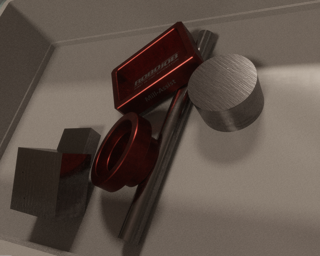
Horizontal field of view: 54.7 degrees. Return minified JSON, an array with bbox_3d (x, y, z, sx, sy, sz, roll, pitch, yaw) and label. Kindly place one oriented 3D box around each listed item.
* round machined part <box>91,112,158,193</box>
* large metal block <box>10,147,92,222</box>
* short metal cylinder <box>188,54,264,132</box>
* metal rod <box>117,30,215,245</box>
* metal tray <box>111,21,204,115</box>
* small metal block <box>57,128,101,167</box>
[{"bbox_3d":[-0.039,0.033,0.377,0.098,0.042,0.098,-42,29,31],"label":"round machined part"},{"bbox_3d":[-0.141,0.069,0.402,0.080,0.050,0.080,4,86,29],"label":"large metal block"},{"bbox_3d":[0.080,-0.042,0.373,0.080,0.050,0.080,-13,56,20],"label":"short metal cylinder"},{"bbox_3d":[0.016,-0.004,0.398,0.025,0.025,0.300,9,66,31],"label":"metal rod"},{"bbox_3d":[-0.008,-0.080,0.433,0.130,0.030,0.090,-32,44,19],"label":"metal tray"},{"bbox_3d":[-0.120,0.028,0.449,0.050,0.025,0.050,-2,61,27],"label":"small metal block"}]
